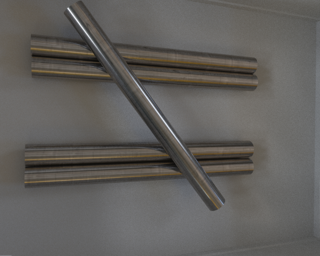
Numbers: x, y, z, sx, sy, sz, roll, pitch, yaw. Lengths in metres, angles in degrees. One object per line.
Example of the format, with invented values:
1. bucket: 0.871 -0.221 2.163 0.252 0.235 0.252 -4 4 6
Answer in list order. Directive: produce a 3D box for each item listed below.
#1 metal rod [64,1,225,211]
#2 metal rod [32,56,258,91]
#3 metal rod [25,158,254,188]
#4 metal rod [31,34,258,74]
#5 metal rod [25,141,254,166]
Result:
1. metal rod: -0.011 -0.017 0.379 0.025 0.025 0.299 -40 103 -16
2. metal rod: -0.005 -0.068 0.407 0.302 0.025 0.025 1 90 -20
3. metal rod: -0.011 0.056 0.404 0.302 0.025 0.025 0 90 -20
4. metal rod: -0.005 -0.093 0.406 0.302 0.025 0.025 1 90 -20
5. metal rod: -0.011 0.031 0.404 0.302 0.025 0.025 0 90 -20
